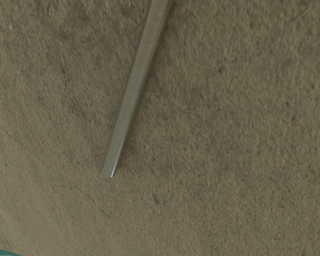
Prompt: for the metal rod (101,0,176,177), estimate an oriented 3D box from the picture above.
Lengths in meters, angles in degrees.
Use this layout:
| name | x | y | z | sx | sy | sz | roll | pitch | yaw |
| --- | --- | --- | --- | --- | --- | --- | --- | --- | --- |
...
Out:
| name | x | y | z | sx | sy | sz | roll | pitch | yaw |
| --- | --- | --- | --- | --- | --- | --- | --- | --- | --- |
| metal rod | -0.035 | -0.041 | 0.398 | 0.025 | 0.025 | 0.298 | 30 | 128 | 9 |
